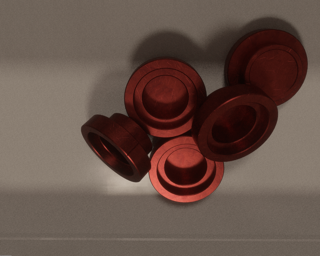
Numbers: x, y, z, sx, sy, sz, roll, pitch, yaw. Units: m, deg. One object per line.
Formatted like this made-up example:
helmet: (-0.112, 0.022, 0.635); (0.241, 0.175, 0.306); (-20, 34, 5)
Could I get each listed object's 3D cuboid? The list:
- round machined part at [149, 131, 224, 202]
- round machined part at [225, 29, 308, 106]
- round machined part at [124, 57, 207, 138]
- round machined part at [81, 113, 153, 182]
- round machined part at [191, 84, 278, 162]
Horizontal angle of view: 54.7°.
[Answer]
round machined part: (0.034, 0.048, 0.421); (0.099, 0.042, 0.097); (0, 110, -1)
round machined part: (0.132, -0.070, 0.378); (0.099, 0.042, 0.097); (0, 110, -1)
round machined part: (0.006, -0.041, 0.387); (0.099, 0.042, 0.097); (0, 110, -1)
round machined part: (-0.048, 0.020, 0.389); (0.042, 0.098, 0.098); (-47, 108, -26)
round machined part: (0.082, -0.010, 0.362); (0.099, 0.042, 0.097); (-11, 131, -13)
